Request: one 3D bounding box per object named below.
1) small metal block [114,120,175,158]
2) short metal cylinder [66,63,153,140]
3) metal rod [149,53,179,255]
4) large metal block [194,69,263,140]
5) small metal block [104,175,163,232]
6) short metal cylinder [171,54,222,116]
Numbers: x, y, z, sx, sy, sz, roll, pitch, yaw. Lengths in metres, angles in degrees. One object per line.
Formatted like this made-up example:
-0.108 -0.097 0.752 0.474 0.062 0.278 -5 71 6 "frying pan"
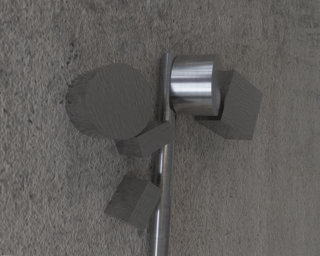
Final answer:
-0.020 0.012 0.372 0.050 0.050 0.025 -28 108 -37 "small metal block"
-0.055 -0.028 0.342 0.081 0.050 0.080 0 90 -40 "short metal cylinder"
0.005 0.052 0.408 0.025 0.025 0.298 6 87 -40 "metal rod"
0.108 -0.033 0.478 0.080 0.050 0.080 28 73 -37 "large metal block"
-0.031 0.086 0.362 0.025 0.050 0.050 42 64 -32 "small metal block"
0.051 -0.056 0.409 0.080 0.050 0.080 2 91 -70 "short metal cylinder"
